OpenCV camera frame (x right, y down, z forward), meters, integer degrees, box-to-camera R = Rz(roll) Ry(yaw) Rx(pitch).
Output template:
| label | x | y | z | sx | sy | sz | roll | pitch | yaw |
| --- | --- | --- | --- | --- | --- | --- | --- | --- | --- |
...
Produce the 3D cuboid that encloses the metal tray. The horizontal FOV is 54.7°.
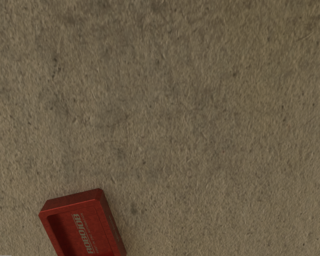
| label | x | y | z | sx | sy | sz | roll | pitch | yaw |
| --- | --- | --- | --- | --- | --- | --- | --- | --- | --- |
| metal tray | -0.112 | 0.161 | 0.464 | 0.090 | 0.030 | 0.129 | -14 | 110 | 4 |
